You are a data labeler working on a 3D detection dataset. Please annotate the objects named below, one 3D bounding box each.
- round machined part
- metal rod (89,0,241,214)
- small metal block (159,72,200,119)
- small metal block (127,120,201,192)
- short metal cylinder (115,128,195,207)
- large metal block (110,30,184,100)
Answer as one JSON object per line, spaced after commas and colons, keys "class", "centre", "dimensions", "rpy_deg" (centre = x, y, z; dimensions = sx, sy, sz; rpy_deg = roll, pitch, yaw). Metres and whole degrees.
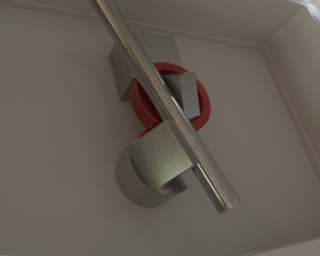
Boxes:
{"class": "round machined part", "centre": [0.009, -0.029, 0.380], "dimensions": [0.099, 0.042, 0.098], "rpy_deg": [14, 56, -21]}
{"class": "metal rod", "centre": [-0.006, -0.046, 0.340], "dimensions": [0.025, 0.025, 0.299], "rpy_deg": [-21, 73, -36]}
{"class": "small metal block", "centre": [0.017, -0.037, 0.359], "dimensions": [0.025, 0.050, 0.050], "rpy_deg": [-19, 107, -39]}
{"class": "small metal block", "centre": [0.004, 0.027, 0.308], "dimensions": [0.050, 0.050, 0.025], "rpy_deg": [59, 19, 14]}
{"class": "short metal cylinder", "centre": [-0.005, 0.046, 0.359], "dimensions": [0.081, 0.050, 0.080], "rpy_deg": [14, 56, -21]}
{"class": "large metal block", "centre": [-0.017, -0.085, 0.430], "dimensions": [0.081, 0.050, 0.080], "rpy_deg": [0, 62, -29]}
